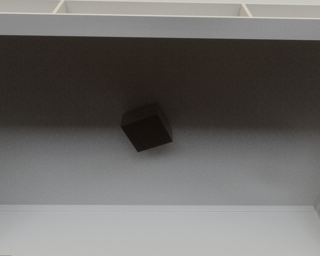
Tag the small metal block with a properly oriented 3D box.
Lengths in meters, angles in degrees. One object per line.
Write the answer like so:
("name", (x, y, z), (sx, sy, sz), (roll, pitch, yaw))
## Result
("small metal block", (-0.016, 0.000, 0.404), (0.050, 0.025, 0.050), (-18, 128, 14))
